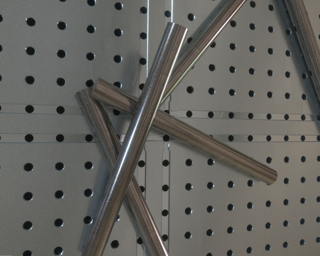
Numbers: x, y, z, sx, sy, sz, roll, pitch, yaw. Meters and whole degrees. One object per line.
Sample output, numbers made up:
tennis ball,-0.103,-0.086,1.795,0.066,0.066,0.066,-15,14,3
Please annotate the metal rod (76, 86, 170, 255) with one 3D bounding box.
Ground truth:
metal rod,-0.035,0.089,0.400,0.025,0.025,0.299,-25,99,-19

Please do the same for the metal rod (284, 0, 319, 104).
metal rod,0.250,-0.116,0.507,0.025,0.025,0.299,-27,99,-18

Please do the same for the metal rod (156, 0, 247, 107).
metal rod,0.077,-0.144,0.442,0.025,0.025,0.300,42,76,-16

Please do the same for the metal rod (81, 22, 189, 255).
metal rod,-0.033,0.024,0.365,0.025,0.025,0.298,19,97,-20

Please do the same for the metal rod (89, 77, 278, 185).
metal rod,0.047,0.014,0.418,0.302,0.025,0.025,26,81,-23
